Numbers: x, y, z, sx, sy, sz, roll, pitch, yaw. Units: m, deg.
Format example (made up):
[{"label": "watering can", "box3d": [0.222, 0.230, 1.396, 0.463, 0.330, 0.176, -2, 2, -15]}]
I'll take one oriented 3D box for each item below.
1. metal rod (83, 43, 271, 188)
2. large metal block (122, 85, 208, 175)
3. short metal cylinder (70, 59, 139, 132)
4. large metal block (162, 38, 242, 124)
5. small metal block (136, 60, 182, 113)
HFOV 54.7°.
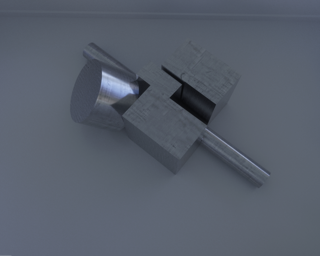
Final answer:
[{"label": "metal rod", "box3d": [0.014, -0.024, 0.418, 0.300, 0.025, 0.025, 37, 74, 12]}, {"label": "large metal block", "box3d": [0.005, 0.005, 0.378, 0.080, 0.080, 0.050, 37, 74, 12]}, {"label": "short metal cylinder", "box3d": [-0.070, -0.039, 0.386, 0.050, 0.080, 0.080, 17, 65, -37]}, {"label": "large metal block", "box3d": [0.049, -0.055, 0.401, 0.080, 0.080, 0.050, 38, 74, 12]}, {"label": "small metal block", "box3d": [-0.001, -0.049, 0.388, 0.050, 0.050, 0.025, 39, 75, 12]}]
